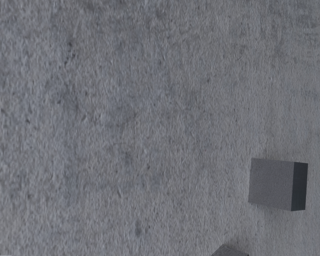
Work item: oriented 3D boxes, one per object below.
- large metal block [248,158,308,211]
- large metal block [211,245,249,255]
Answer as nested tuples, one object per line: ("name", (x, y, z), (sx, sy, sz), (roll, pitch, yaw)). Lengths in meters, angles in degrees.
("large metal block", (0.208, 0.097, 0.547), (0.050, 0.080, 0.080), (10, 84, -40))
("large metal block", (0.101, 0.244, 0.477), (0.081, 0.050, 0.080), (-26, 107, -37))
